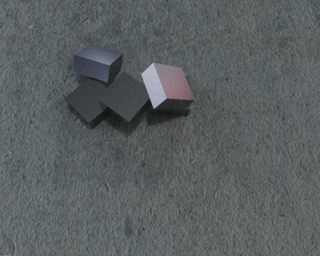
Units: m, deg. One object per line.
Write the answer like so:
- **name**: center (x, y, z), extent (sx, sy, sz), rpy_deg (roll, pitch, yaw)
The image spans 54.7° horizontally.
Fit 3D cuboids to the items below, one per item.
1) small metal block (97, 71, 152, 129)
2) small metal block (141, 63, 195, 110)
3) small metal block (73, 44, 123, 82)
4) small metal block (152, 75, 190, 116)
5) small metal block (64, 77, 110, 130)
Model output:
- **small metal block**: center (-0.042, -0.036, 0.394), extent (0.050, 0.025, 0.050), rpy_deg (36, 74, 12)
- **small metal block**: center (0.011, -0.051, 0.388), extent (0.050, 0.025, 0.050), rpy_deg (-1, 64, -44)
- **small metal block**: center (-0.085, -0.091, 0.429), extent (0.050, 0.025, 0.050), rpy_deg (18, 34, 6)
- **small metal block**: center (0.015, -0.045, 0.426), extent (0.050, 0.025, 0.050), rpy_deg (2, 70, 0)
- **small metal block**: center (-0.091, -0.035, 0.421), extent (0.050, 0.025, 0.050), rpy_deg (-43, 76, -14)
